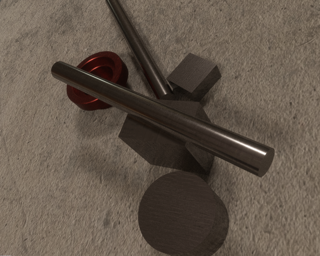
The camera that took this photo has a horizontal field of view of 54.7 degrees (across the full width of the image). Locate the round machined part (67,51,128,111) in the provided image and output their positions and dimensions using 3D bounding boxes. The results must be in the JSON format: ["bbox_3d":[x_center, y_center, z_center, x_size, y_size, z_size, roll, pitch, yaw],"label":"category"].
[{"bbox_3d":[-0.092,-0.068,0.481,0.098,0.042,0.098,-13,56,20],"label":"round machined part"}]

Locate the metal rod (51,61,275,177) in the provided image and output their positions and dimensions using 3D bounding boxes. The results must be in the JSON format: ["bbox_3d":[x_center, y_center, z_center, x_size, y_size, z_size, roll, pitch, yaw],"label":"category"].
[{"bbox_3d":[-0.026,-0.025,0.329,0.300,0.025,0.025,26,76,36],"label":"metal rod"}]

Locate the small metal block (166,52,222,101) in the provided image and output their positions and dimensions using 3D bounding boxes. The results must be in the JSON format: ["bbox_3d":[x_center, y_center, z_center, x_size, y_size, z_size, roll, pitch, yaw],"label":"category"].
[{"bbox_3d":[0.046,-0.069,0.421,0.050,0.025,0.050,-49,52,-6],"label":"small metal block"}]

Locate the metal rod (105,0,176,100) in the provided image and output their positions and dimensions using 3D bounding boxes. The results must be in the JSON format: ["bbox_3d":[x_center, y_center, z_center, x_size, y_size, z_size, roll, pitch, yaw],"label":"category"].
[{"bbox_3d":[-0.042,-0.144,0.512,0.025,0.025,0.300,-32,52,7],"label":"metal rod"}]

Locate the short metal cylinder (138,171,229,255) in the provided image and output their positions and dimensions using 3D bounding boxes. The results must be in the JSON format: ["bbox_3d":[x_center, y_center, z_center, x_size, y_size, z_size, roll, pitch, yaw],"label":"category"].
[{"bbox_3d":[0.025,0.091,0.318,0.080,0.050,0.080,-13,56,20],"label":"short metal cylinder"}]

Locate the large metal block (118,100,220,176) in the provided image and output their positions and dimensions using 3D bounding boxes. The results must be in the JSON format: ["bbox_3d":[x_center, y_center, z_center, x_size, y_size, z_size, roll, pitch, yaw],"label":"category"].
[{"bbox_3d":[0.014,0.010,0.354,0.080,0.080,0.050,6,65,31],"label":"large metal block"}]
